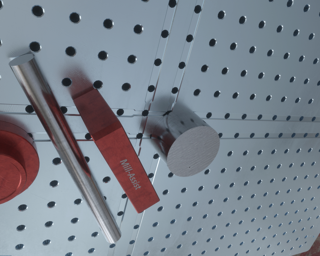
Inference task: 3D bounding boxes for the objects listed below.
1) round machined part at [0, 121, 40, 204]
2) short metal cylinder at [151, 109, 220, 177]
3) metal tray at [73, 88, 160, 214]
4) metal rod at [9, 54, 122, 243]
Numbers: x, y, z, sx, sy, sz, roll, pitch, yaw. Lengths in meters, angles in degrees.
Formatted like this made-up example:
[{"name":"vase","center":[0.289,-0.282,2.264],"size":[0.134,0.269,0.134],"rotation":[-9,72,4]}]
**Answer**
[{"name":"round machined part","center":[-0.181,0.044,0.329],"size":[0.099,0.042,0.097],"rotation":[-14,125,-21]},{"name":"short metal cylinder","center":[0.035,0.020,0.429],"size":[0.081,0.050,0.079],"rotation":[-14,125,-21]},{"name":"metal tray","center":[-0.049,0.028,0.360],"size":[0.030,0.090,0.129],"rotation":[-30,129,-10]},{"name":"metal rod","center":[-0.102,0.050,0.387],"size":[0.025,0.025,0.298],"rotation":[-25,128,-13]}]
